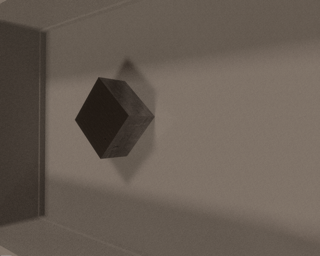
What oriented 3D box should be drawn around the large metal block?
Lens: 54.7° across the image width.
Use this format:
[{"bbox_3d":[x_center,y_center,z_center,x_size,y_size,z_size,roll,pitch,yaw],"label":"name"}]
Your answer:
[{"bbox_3d":[-0.067,-0.014,0.443,0.080,0.050,0.080,50,119,28],"label":"large metal block"}]
